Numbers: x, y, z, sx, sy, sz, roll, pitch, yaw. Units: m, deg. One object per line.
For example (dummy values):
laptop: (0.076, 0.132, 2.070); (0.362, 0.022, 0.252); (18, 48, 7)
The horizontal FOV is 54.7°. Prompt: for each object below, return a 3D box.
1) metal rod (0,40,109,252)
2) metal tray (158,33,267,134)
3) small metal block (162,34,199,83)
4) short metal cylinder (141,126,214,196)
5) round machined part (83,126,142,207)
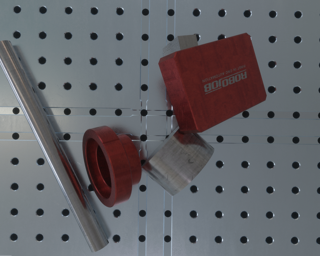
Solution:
metal rod: (-0.145, 0.024, 0.412); (0.025, 0.025, 0.299); (-26, 90, 0)
metal tray: (0.068, -0.057, 0.372); (0.131, 0.030, 0.090); (-24, 100, -34)
small metal block: (0.029, -0.086, 0.398); (0.025, 0.050, 0.050); (-12, 90, -21)
short metal cylinder: (0.021, 0.038, 0.386); (0.050, 0.080, 0.080); (43, 90, 0)
round machined part: (-0.057, 0.044, 0.384); (0.042, 0.098, 0.097); (-15, 90, -31)
